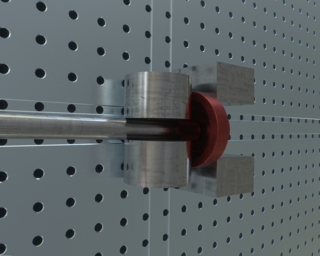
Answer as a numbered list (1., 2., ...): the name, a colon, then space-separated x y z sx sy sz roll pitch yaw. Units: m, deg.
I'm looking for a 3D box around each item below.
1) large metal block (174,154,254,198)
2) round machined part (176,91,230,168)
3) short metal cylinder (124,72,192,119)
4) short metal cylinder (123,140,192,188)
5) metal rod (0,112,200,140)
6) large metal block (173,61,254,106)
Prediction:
1. large metal block: 0.074 0.062 0.437 0.081 0.080 0.050 3 88 -40
2. round machined part: 0.051 0.002 0.404 0.042 0.098 0.097 1 90 -40
3. short metal cylinder: -0.002 -0.036 0.371 0.081 0.080 0.050 1 90 -40
4. short metal cylinder: -0.003 0.039 0.370 0.081 0.080 0.050 2 90 -40
5. metal rod: -0.076 0.000 0.330 0.302 0.025 0.025 2 89 -36
6. large metal block: 0.075 -0.058 0.437 0.081 0.080 0.050 0 91 -40
